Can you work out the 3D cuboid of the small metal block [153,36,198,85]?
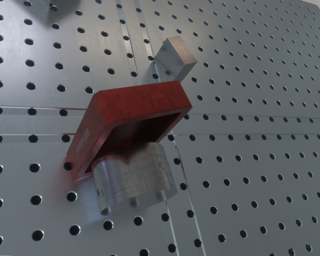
[{"bbox_3d":[0.022,-0.101,0.465,0.025,0.050,0.050,-22,74,-36],"label":"small metal block"}]

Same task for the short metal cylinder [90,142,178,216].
[{"bbox_3d":[-0.027,0.055,0.325,0.081,0.080,0.050,-4,64,-30],"label":"short metal cylinder"}]

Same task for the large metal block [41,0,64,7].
[{"bbox_3d":[-0.160,-0.234,0.449,0.080,0.050,0.080,40,51,-1],"label":"large metal block"}]

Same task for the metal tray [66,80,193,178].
[{"bbox_3d":[-0.037,0.005,0.318,0.091,0.129,0.030,-13,69,-34],"label":"metal tray"}]
